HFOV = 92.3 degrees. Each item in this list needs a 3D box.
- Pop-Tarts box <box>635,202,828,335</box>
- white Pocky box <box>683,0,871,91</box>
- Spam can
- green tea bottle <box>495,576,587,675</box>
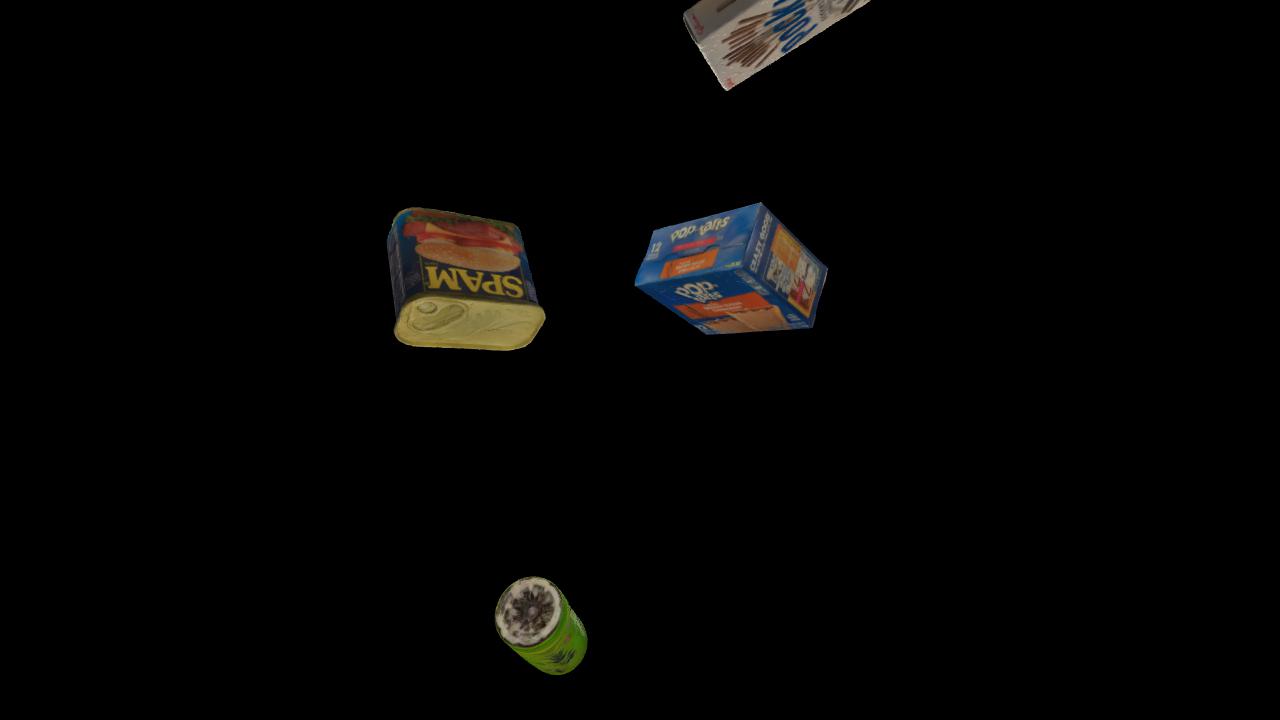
[{"bbox_3d":[0.106,-0.098,0.725,0.141,0.083,0.167,31,-22,-37],"label":"Pop-Tarts box"},{"bbox_3d":[0.111,-0.250,0.415,0.154,0.028,0.084,-27,-9,20],"label":"white Pocky box"},{"bbox_3d":[-0.128,-0.058,0.450,0.101,0.085,0.058,3,-35,-35],"label":"Spam can"},{"bbox_3d":[-0.099,0.301,0.676,0.073,0.073,0.212,0,-35,5],"label":"green tea bottle"}]
